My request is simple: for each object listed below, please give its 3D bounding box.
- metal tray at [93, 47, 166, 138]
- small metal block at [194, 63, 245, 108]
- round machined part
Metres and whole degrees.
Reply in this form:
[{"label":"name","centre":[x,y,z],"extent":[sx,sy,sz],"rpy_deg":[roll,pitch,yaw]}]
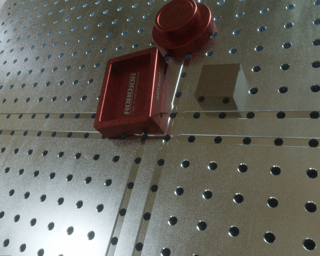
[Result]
[{"label":"metal tray","centre":[-0.043,-0.054,0.460],"extent":[0.090,0.030,0.130],"rpy_deg":[-9,58,23]},{"label":"small metal block","centre":[0.078,-0.055,0.401],"extent":[0.050,0.025,0.050],"rpy_deg":[4,64,30]},{"label":"round machined part","centre":[0.031,-0.162,0.480],"extent":[0.098,0.042,0.098],"rpy_deg":[-13,56,21]}]
